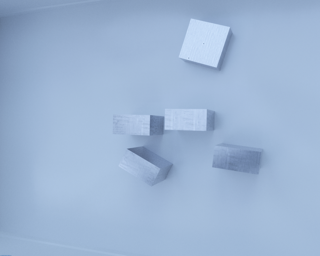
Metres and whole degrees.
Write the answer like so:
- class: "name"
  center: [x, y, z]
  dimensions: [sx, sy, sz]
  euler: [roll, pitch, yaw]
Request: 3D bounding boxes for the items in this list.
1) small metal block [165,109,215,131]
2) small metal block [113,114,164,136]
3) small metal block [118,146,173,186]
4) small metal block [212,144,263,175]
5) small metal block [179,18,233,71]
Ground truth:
- class: "small metal block"
  center: [0.038, -0.010, 0.384]
  dimensions: [0.050, 0.050, 0.025]
  euler: [2, 91, 20]
- class: "small metal block"
  center: [-0.027, -0.004, 0.407]
  dimensions: [0.050, 0.050, 0.025]
  euler: [2, 91, 20]
- class: "small metal block"
  center: [-0.017, 0.048, 0.403]
  dimensions: [0.050, 0.050, 0.025]
  euler: [29, 100, 17]
- class: "small metal block"
  center: [0.092, 0.035, 0.364]
  dimensions: [0.050, 0.050, 0.025]
  euler: [7, 93, 20]
- class: "small metal block"
  center: [0.058, -0.104, 0.390]
  dimensions: [0.050, 0.025, 0.050]
  euler: [20, 97, 19]
